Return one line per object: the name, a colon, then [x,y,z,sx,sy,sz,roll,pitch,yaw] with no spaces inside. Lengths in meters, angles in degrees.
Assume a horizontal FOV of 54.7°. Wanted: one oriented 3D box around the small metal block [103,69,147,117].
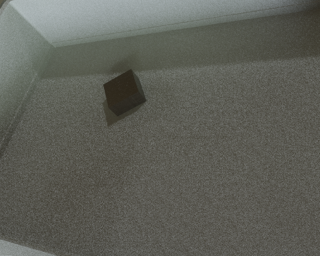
small metal block: [-0.053,-0.053,0.465,0.050,0.025,0.050,-27,53,10]
